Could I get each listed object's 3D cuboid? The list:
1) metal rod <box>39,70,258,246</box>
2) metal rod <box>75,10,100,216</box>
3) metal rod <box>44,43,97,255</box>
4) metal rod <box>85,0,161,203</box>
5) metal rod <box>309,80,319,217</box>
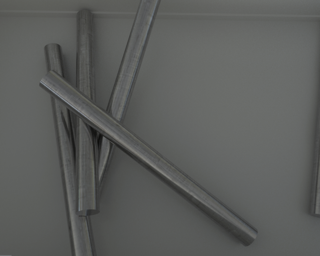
[{"bbox_3d":[-0.012,0.036,0.360,0.300,0.025,0.025,38,74,-2],"label":"metal rod"},{"bbox_3d":[-0.095,-0.040,0.398,0.025,0.025,0.299,-7,61,-3],"label":"metal rod"},{"bbox_3d":[-0.116,0.015,0.386,0.025,0.025,0.299,-14,65,-6],"label":"metal rod"},{"bbox_3d":[-0.045,-0.052,0.389,0.025,0.025,0.299,16,85,5],"label":"metal rod"},{"bbox_3d":[0.230,-0.030,0.423,0.025,0.025,0.299,13,70,4],"label":"metal rod"}]
